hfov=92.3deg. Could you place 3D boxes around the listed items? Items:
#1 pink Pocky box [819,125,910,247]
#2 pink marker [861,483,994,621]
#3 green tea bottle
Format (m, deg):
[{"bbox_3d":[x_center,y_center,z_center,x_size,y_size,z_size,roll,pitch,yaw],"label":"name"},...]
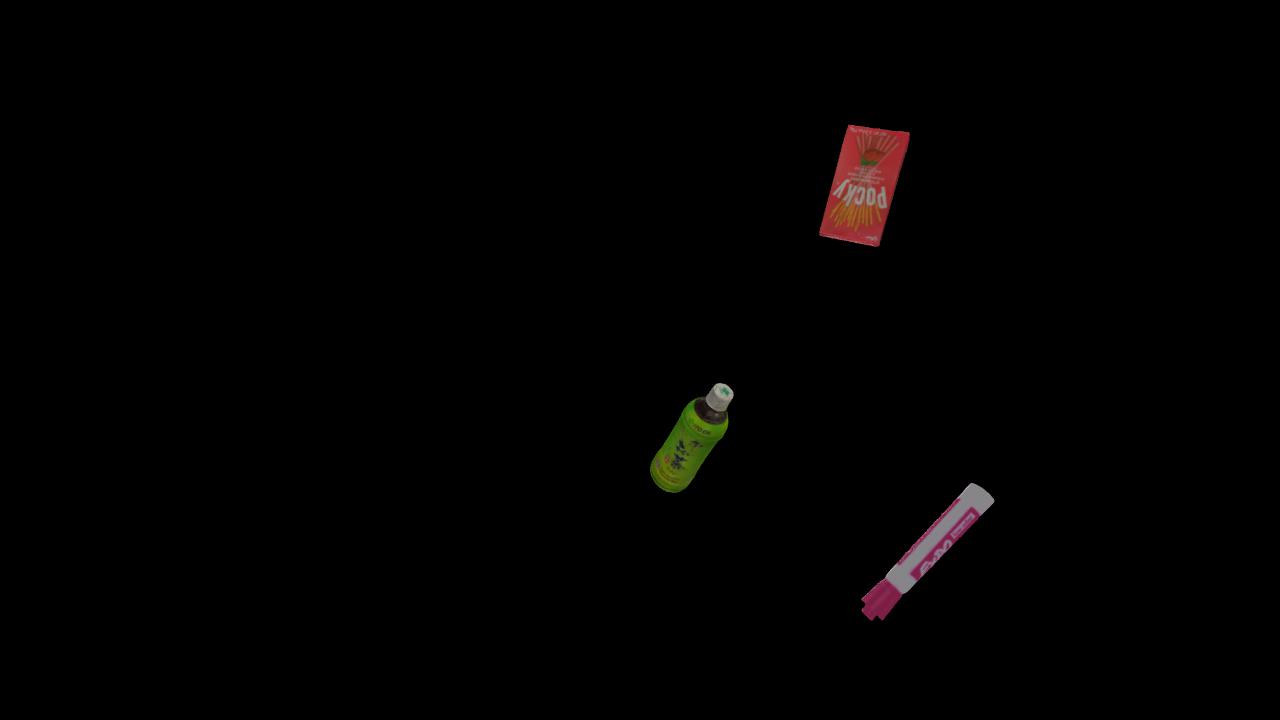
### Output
[{"bbox_3d":[0.312,-0.242,0.857,0.084,0.155,0.029,16,9,19],"label":"pink Pocky box"},{"bbox_3d":[0.201,0.136,0.434,0.020,0.121,0.020,45,-2,2],"label":"pink marker"},{"bbox_3d":[0.079,0.112,0.902,0.073,0.073,0.212,0,-43,-24],"label":"green tea bottle"}]
